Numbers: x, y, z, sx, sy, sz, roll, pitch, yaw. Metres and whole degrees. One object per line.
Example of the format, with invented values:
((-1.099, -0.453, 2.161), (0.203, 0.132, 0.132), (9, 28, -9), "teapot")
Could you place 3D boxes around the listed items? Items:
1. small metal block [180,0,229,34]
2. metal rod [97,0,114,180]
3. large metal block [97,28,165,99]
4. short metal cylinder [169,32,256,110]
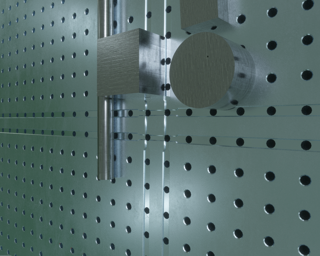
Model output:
((0.052, -0.145, 0.365), (0.050, 0.025, 0.050), (-4, 87, 39), "small metal block")
((-0.083, -0.072, 0.475), (0.025, 0.025, 0.298), (0, 90, 39), "metal rod")
((-0.041, -0.083, 0.424), (0.080, 0.050, 0.079), (0, 90, 39), "large metal block")
((0.058, -0.061, 0.344), (0.080, 0.050, 0.079), (0, 90, 39), "short metal cylinder")
